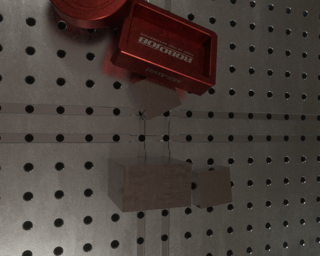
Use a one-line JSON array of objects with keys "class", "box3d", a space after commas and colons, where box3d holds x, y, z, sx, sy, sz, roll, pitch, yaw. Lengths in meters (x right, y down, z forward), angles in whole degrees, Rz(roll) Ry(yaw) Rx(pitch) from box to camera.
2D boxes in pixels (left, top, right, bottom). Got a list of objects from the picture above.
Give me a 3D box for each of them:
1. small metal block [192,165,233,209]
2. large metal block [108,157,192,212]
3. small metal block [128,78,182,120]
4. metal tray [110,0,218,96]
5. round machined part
[{"class": "small metal block", "box3d": [0.073, 0.083, 0.441, 0.050, 0.025, 0.050, -6, 92, -20]}, {"class": "large metal block", "box3d": [-0.016, 0.064, 0.379, 0.081, 0.080, 0.050, 1, 90, -20]}, {"class": "small metal block", "box3d": [-0.006, -0.044, 0.411, 0.050, 0.025, 0.050, -27, 99, -18]}, {"class": "metal tray", "box3d": [0.010, -0.104, 0.397, 0.131, 0.030, 0.090, 17, 62, -20]}, {"class": "round machined part", "box3d": [-0.079, -0.161, 0.364, 0.099, 0.042, 0.097, 0, 80, -2]}]
